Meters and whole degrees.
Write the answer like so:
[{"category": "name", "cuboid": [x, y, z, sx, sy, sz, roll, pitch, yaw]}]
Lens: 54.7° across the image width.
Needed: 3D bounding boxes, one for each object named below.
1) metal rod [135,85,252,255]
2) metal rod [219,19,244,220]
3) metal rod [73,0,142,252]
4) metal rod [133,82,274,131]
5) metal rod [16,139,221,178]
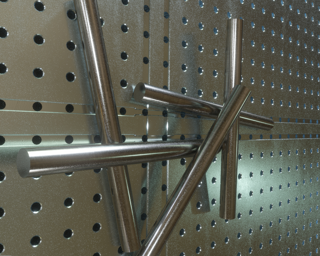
[{"category": "metal rod", "cuboid": [0.041, 0.070, 0.411, 0.025, 0.025, 0.300, 40, 76, -33]}, {"category": "metal rod", "cuboid": [0.108, -0.009, 0.469, 0.025, 0.025, 0.298, -5, 98, -40]}, {"category": "metal rod", "cuboid": [-0.059, 0.001, 0.361, 0.025, 0.025, 0.298, -16, 100, -39]}, {"category": "metal rod", "cuboid": [0.088, -0.026, 0.485, 0.302, 0.025, 0.025, 9, 84, -40]}, {"category": "metal rod", "cuboid": [-0.014, 0.029, 0.371, 0.302, 0.025, 0.025, 0, 90, -49]}]
